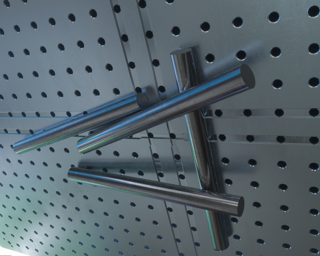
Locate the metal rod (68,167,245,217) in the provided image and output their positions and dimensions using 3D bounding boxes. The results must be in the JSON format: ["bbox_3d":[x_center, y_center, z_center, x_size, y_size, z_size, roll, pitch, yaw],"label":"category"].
[{"bbox_3d":[-0.026,0.088,0.459,0.300,0.025,0.025,4,120,33],"label":"metal rod"}]

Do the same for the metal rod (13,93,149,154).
[{"bbox_3d":[-0.141,0.001,0.486,0.300,0.025,0.025,-17,110,34],"label":"metal rod"}]

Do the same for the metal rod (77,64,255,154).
[{"bbox_3d":[-0.020,-0.010,0.392,0.299,0.025,0.025,-21,108,43],"label":"metal rod"}]

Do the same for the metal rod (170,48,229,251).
[{"bbox_3d":[0.058,0.046,0.408,0.025,0.025,0.299,0,118,28],"label":"metal rod"}]
